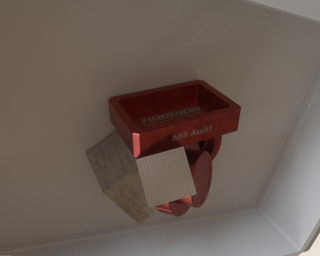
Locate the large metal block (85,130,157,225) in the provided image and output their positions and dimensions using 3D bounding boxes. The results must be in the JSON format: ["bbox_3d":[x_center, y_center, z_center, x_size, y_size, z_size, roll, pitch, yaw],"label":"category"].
[{"bbox_3d":[-0.040,0.060,0.388,0.050,0.080,0.080,-38,130,-3],"label":"large metal block"}]

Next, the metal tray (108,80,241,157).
[{"bbox_3d":[0.016,-0.017,0.364,0.131,0.090,0.030,-14,125,-21],"label":"metal tray"}]

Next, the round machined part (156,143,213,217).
[{"bbox_3d":[0.033,0.059,0.377,0.099,0.042,0.097,-21,114,-59],"label":"round machined part"}]

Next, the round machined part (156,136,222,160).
[{"bbox_3d":[0.033,0.018,0.428,0.099,0.042,0.097,-14,125,-21],"label":"round machined part"}]

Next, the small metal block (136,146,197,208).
[{"bbox_3d":[0.006,0.050,0.322,0.050,0.025,0.050,-15,87,-5],"label":"small metal block"}]
